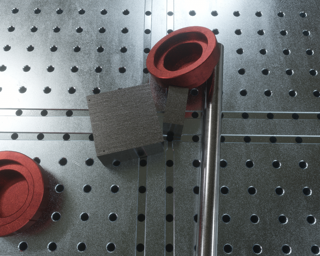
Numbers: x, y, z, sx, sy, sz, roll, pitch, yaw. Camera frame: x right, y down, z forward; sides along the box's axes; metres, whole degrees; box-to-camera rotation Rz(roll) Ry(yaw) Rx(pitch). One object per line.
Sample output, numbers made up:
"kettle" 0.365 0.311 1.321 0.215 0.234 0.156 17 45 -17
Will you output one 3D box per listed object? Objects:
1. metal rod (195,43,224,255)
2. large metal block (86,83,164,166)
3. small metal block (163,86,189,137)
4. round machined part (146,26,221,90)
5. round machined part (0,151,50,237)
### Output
"metal rod" 0.067 0.021 0.404 0.025 0.025 0.299 5 70 2
"large metal block" -0.043 -0.004 0.399 0.081 0.050 0.080 -13 71 -5
"small metal block" 0.020 -0.020 0.406 0.025 0.050 0.050 8 71 3
"round machined part" 0.034 -0.090 0.421 0.098 0.042 0.098 -15 48 18
"round machined part" -0.182 0.080 0.372 0.099 0.042 0.098 0 70 0
